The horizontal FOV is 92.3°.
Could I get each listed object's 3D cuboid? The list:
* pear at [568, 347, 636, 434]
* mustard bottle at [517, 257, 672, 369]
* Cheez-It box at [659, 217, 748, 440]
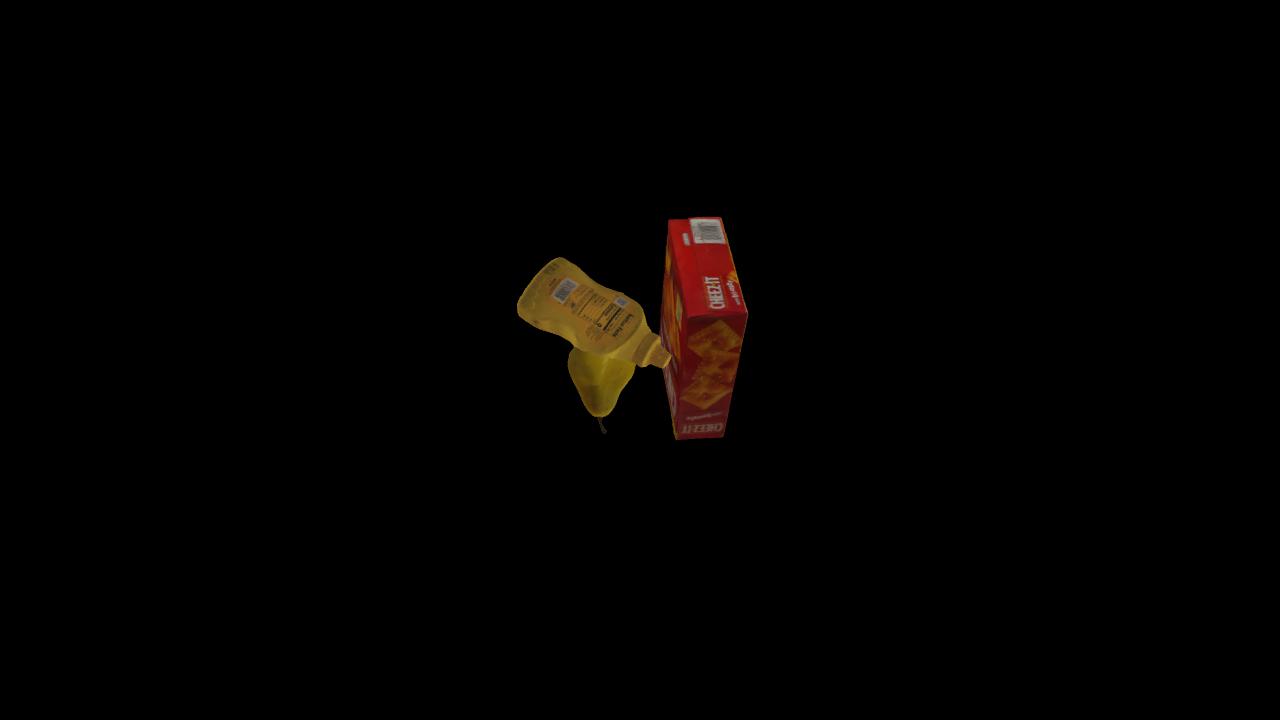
[{"bbox_3d":[-0.049,0.028,0.719,0.080,0.111,0.080,12,-12,2],"label":"pear"},{"bbox_3d":[-0.045,-0.043,0.715,0.184,0.092,0.054,31,-32,10],"label":"mustard bottle"},{"bbox_3d":[0.068,-0.033,0.739,0.071,0.166,0.223,-3,-41,-4],"label":"Cheez-It box"}]
